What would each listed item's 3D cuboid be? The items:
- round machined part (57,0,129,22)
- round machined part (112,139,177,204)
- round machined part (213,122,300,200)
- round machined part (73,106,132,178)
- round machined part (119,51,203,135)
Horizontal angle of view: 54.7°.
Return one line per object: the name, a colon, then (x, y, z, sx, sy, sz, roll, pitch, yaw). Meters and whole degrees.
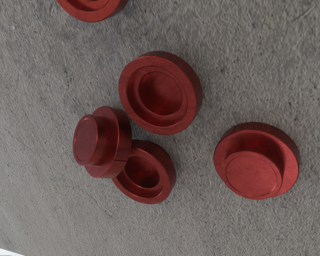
round machined part: (-0.070, -0.167, 0.330, 0.098, 0.042, 0.097, 13, 124, 21)
round machined part: (-0.021, 0.058, 0.443, 0.098, 0.042, 0.097, 13, 124, 21)
round machined part: (0.111, 0.045, 0.365, 0.098, 0.042, 0.097, 13, 124, 21)
round machined part: (-0.083, 0.018, 0.416, 0.098, 0.042, 0.098, -14, 71, 48)
round machined part: (0.004, -0.044, 0.367, 0.098, 0.042, 0.097, 13, 124, 21)
